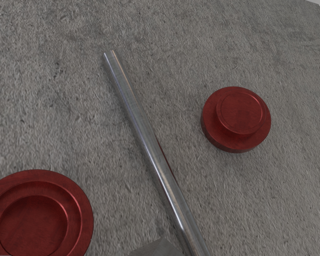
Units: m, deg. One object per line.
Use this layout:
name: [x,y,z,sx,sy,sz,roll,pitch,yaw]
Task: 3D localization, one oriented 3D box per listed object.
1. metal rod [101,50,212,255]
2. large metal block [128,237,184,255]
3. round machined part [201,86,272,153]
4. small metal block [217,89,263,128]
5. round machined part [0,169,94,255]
metal rod: [-0.009,0.030,0.380,0.025,0.025,0.299,-13,68,-33]
large metal block: [-0.016,0.150,0.268,0.050,0.080,0.080,42,51,0]
round machined part: [0.110,-0.016,0.439,0.099,0.042,0.098,1,69,-3]
small metal block: [0.127,-0.032,0.491,0.050,0.025,0.050,-12,68,-33]
round machined part: [-0.113,0.090,0.277,0.099,0.042,0.098,14,56,-21]
